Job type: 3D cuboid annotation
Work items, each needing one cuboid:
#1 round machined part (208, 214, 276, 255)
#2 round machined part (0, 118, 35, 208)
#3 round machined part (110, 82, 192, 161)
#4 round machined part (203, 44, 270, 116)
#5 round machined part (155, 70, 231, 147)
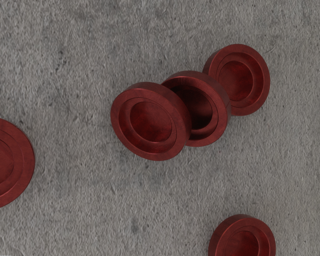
[{"bbox_3d":[0.111,0.171,0.441,0.099,0.042,0.097,0,90,-20],"label":"round machined part"},{"bbox_3d":[-0.186,0.036,0.331,0.099,0.042,0.097,0,90,-20],"label":"round machined part"},{"bbox_3d":[-0.007,-0.011,0.378,0.098,0.098,0.042,55,38,-12],"label":"round machined part"},{"bbox_3d":[0.102,-0.065,0.437,0.099,0.042,0.097,0,90,-20],"label":"round machined part"},{"bbox_3d":[0.043,-0.028,0.396,0.098,0.098,0.042,55,38,-12],"label":"round machined part"}]
